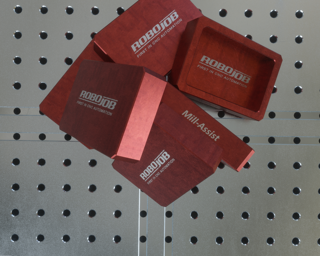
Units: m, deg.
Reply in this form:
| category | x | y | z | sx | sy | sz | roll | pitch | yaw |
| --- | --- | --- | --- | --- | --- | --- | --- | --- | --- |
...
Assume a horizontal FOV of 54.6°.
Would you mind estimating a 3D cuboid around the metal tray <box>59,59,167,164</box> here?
| category | x | y | z | sx | sy | sz | roll | pitch | yaw |
| --- | --- | --- | --- | --- | --- | --- | --- | --- | --- |
| metal tray | -0.058 | -0.024 | 0.337 | 0.030 | 0.130 | 0.090 | 19 | 90 | -42 |

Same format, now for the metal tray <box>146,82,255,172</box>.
| category | x | y | z | sx | sy | sz | roll | pitch | yaw |
| --- | --- | --- | --- | --- | --- | --- | --- | --- | --- |
| metal tray | 0.044 | -0.003 | 0.380 | 0.130 | 0.090 | 0.030 | 38 | 90 | 0 |

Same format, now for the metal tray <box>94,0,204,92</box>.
| category | x | y | z | sx | sy | sz | roll | pitch | yaw |
| --- | --- | --- | --- | --- | --- | --- | --- | --- | --- |
| metal tray | -0.007 | -0.114 | 0.392 | 0.130 | 0.030 | 0.090 | -44 | 93 | -14 |

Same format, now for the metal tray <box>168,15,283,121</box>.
| category | x | y | z | sx | sy | sz | roll | pitch | yaw |
| --- | --- | --- | --- | --- | --- | --- | --- | --- | --- |
| metal tray | 0.083 | -0.070 | 0.387 | 0.131 | 0.030 | 0.090 | 18 | 90 | -23 |

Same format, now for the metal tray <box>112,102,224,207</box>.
| category | x | y | z | sx | sy | sz | roll | pitch | yaw |
| --- | --- | --- | --- | --- | --- | --- | --- | --- | --- |
| metal tray | 0.003 | 0.038 | 0.365 | 0.090 | 0.129 | 0.030 | 38 | 51 | 0 |

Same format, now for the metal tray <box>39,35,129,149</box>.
| category | x | y | z | sx | sy | sz | roll | pitch | yaw |
| --- | --- | --- | --- | --- | --- | --- | --- | --- | --- |
| metal tray | -0.081 | -0.048 | 0.410 | 0.090 | 0.030 | 0.130 | 39 | 90 | -1 |
